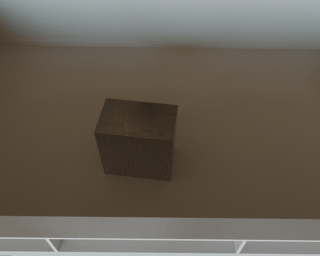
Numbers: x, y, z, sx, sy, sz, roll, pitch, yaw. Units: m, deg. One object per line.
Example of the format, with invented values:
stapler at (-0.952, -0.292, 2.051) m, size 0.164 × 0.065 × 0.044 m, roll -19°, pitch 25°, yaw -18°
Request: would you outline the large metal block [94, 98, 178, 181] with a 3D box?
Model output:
large metal block at (-0.024, 0.015, 0.356) m, size 0.080 × 0.080 × 0.050 m, roll 6°, pitch 50°, yaw 4°
